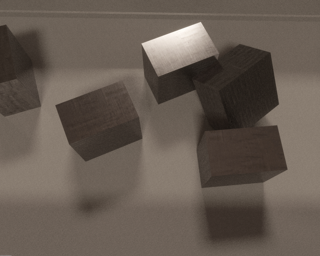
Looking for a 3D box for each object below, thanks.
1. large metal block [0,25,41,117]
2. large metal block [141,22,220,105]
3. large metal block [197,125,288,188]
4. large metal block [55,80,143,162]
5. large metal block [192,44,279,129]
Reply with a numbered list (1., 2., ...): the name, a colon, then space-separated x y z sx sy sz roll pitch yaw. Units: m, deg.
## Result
1. large metal block: -0.202 -0.072 0.404 0.050 0.080 0.080 -17 71 -6
2. large metal block: 0.024 -0.083 0.411 0.080 0.080 0.050 -23 72 -8
3. large metal block: 0.091 0.037 0.368 0.081 0.080 0.050 -5 70 -2
4. large metal block: -0.070 -0.005 0.382 0.080 0.080 0.050 -22 72 -8
5. large metal block: 0.097 -0.046 0.391 0.080 0.080 0.050 -37 39 -13
